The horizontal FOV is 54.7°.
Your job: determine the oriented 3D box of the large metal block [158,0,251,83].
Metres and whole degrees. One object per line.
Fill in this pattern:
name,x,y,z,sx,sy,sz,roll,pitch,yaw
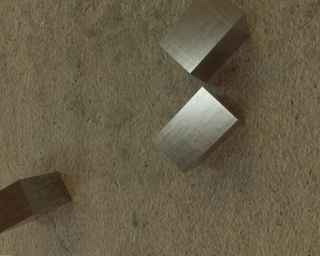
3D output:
large metal block,0.055,-0.104,0.360,0.050,0.080,0.080,46,104,14

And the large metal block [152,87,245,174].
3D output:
large metal block,0.048,0.003,0.363,0.050,0.080,0.080,46,104,14

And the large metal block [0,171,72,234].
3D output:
large metal block,-0.192,0.107,0.448,0.080,0.080,0.050,-29,81,17
